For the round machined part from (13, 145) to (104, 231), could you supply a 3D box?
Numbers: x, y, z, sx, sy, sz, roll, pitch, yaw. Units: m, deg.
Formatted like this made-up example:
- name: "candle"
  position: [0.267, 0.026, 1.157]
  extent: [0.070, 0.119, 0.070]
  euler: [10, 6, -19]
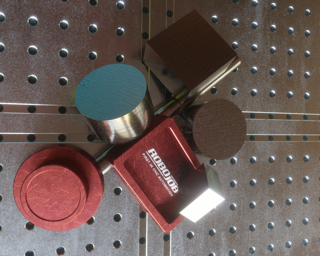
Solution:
- name: "round machined part"
  position: [-0.114, 0.070, 0.348]
  extent: [0.099, 0.042, 0.097]
  euler: [-1, 96, -5]

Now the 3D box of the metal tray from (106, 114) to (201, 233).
- name: "metal tray"
  position: [0.004, 0.058, 0.396]
  extent: [0.090, 0.030, 0.130]
  euler: [-39, 115, -15]

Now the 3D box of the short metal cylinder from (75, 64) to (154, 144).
- name: "short metal cylinder"
  position: [-0.050, -0.028, 0.359]
  extent: [0.080, 0.050, 0.080]
  euler: [-5, 57, 7]

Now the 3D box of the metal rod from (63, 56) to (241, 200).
- name: "metal rod"
  position: [-0.005, -0.009, 0.412]
  extent: [0.301, 0.025, 0.025]
  euler: [-39, 103, -15]

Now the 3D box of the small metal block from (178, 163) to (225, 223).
- name: "small metal block"
  position: [0.049, 0.080, 0.387]
  extent: [0.025, 0.050, 0.050]
  euler: [37, 113, -19]

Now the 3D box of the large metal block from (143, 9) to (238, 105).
- name: "large metal block"
  position: [0.037, -0.090, 0.400]
  extent: [0.080, 0.050, 0.080]
  euler: [-39, 83, -16]

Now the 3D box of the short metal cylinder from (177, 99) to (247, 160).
- name: "short metal cylinder"
  position: [0.070, 0.002, 0.424]
  extent: [0.081, 0.050, 0.079]
  euler: [0, 90, -20]
